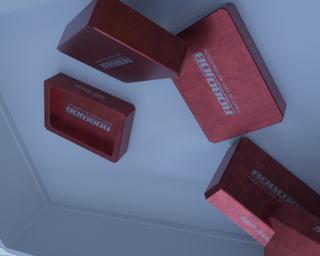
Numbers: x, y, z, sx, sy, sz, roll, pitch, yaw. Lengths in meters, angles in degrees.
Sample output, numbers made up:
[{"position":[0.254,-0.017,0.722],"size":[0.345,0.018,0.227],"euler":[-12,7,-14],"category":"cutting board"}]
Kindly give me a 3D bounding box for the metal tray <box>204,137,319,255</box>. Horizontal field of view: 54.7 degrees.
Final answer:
[{"position":[0.123,0.081,0.348],"size":[0.130,0.090,0.030],"euler":[39,137,1],"category":"metal tray"}]

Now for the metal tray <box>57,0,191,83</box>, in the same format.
[{"position":[-0.043,-0.080,0.309],"size":[0.091,0.030,0.130],"euler":[23,173,-29],"category":"metal tray"}]

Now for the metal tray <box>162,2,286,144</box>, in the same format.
[{"position":[0.066,-0.054,0.337],"size":[0.090,0.030,0.130],"euler":[-23,107,36],"category":"metal tray"}]

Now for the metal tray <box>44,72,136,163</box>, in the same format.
[{"position":[-0.106,-0.015,0.449],"size":[0.130,0.030,0.089],"euler":[24,127,12],"category":"metal tray"}]

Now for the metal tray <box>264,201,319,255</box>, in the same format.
[{"position":[0.163,0.138,0.289],"size":[0.130,0.030,0.089],"euler":[26,132,46],"category":"metal tray"}]
